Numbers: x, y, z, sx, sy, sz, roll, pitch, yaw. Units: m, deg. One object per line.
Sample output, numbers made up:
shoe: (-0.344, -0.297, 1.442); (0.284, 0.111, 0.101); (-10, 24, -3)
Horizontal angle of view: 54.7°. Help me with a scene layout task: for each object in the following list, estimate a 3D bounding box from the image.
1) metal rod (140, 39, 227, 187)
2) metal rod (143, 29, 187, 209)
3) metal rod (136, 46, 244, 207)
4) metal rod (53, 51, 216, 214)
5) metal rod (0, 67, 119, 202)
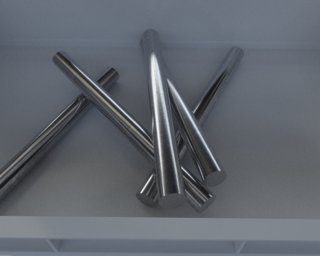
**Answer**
metal rod: (0.017, -0.046, 0.419); (0.025, 0.025, 0.300); (-12, 44, -10)
metal rod: (-0.002, -0.040, 0.381); (0.025, 0.025, 0.300); (-4, 45, -4)
metal rod: (0.055, -0.022, 0.424); (0.025, 0.025, 0.301); (22, 53, 17)
metal rod: (-0.049, -0.013, 0.381); (0.025, 0.025, 0.300); (-33, 58, -25)
metal rod: (-0.145, 0.017, 0.388); (0.025, 0.025, 0.301); (23, 53, 18)
